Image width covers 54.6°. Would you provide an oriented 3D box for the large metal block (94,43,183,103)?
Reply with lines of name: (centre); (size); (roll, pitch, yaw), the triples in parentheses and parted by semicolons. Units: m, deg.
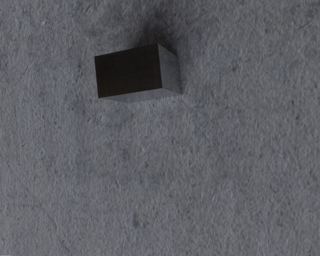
large metal block: (-0.024, -0.064, 0.388); (0.080, 0.080, 0.050); (-7, 88, 20)
